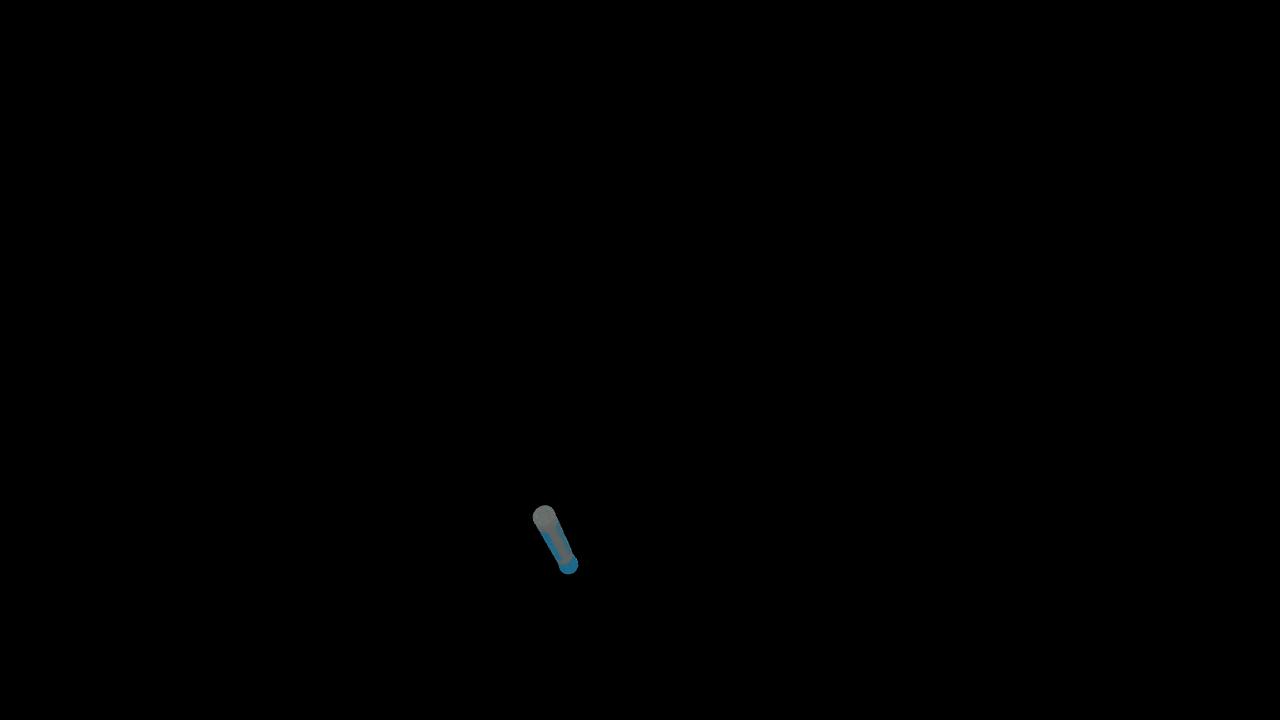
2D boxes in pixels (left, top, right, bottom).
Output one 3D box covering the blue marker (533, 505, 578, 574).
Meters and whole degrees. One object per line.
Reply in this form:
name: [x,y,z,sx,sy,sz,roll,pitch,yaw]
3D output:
blue marker: [-0.074,0.166,0.557,0.020,0.020,0.121,0,-38,7]
